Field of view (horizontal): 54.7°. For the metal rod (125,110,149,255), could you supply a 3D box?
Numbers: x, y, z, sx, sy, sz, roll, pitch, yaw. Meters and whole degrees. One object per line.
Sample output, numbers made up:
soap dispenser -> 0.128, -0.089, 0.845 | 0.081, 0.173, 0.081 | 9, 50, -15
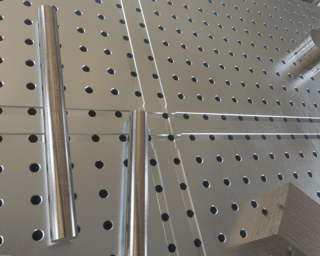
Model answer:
metal rod -> -0.024, 0.112, 0.326 | 0.025, 0.025, 0.299 | 12, 57, -22

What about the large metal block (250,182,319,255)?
large metal block -> 0.176, 0.133, 0.406 | 0.080, 0.050, 0.080 | 37, 51, -4

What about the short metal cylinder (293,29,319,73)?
short metal cylinder -> 0.341, -0.168, 0.678 | 0.081, 0.050, 0.080 | 14, 56, -21

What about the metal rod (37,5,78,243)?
metal rod -> -0.122, -0.026, 0.357 | 0.025, 0.025, 0.299 | 1, 61, -28
